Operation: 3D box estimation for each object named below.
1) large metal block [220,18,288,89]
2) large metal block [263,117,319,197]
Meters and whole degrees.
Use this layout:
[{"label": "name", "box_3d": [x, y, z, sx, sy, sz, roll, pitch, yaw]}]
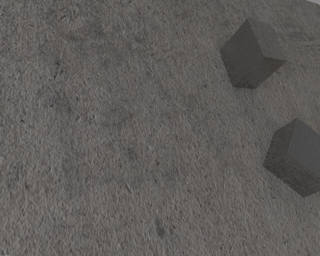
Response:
[{"label": "large metal block", "box_3d": [0.155, -0.123, 0.527, 0.050, 0.080, 0.080, 2, 61, -27]}, {"label": "large metal block", "box_3d": [0.216, 0.045, 0.476, 0.080, 0.050, 0.080, 38, 51, -3]}]
